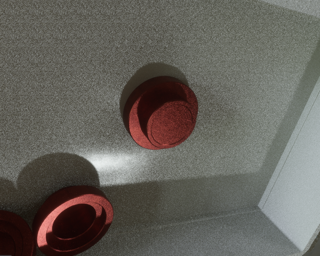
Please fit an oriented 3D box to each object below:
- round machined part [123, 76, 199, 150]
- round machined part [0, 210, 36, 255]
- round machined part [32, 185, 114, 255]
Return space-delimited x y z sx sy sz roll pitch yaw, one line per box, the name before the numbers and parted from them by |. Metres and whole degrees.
round machined part | 0.007 -0.013 0.393 0.099 0.042 0.097 -14 124 -21
round machined part | -0.193 0.148 0.352 0.099 0.098 0.042 -14 146 -21
round machined part | -0.114 0.114 0.401 0.099 0.042 0.097 -19 126 -28
